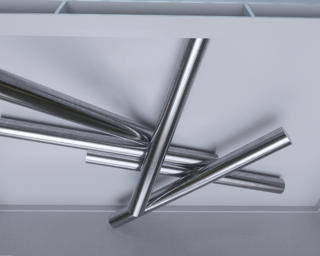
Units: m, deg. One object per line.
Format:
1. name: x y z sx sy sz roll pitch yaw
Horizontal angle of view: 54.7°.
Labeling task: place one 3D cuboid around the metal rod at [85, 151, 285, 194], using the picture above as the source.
1. metal rod: 0.043 0.065 0.464 0.302 0.025 0.025 10 129 -9

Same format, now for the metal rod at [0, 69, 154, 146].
1. metal rod: -0.097 -0.022 0.308 0.025 0.025 0.301 -33 148 25

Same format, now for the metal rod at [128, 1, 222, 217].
1. metal rod: 0.007 0.000 0.381 0.025 0.025 0.298 13 121 -11

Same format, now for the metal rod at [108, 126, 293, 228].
1. metal rod: 0.041 0.080 0.443 0.299 0.025 0.025 -32 123 25

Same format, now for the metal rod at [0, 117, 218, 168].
1. metal rod: -0.066 0.024 0.428 0.302 0.025 0.025 10 129 -9
